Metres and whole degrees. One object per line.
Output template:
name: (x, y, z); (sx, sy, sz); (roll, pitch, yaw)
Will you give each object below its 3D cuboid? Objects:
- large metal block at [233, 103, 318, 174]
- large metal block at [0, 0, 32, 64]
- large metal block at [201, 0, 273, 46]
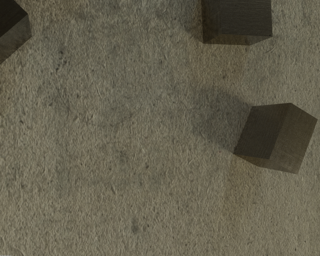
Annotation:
large metal block: (0.160, 0.014, 0.439); (0.050, 0.080, 0.080); (27, 81, -18)
large metal block: (-0.182, -0.117, 0.313); (0.080, 0.080, 0.050); (45, 76, -15)
large metal block: (0.107, -0.163, 0.434); (0.081, 0.050, 0.079); (-4, 91, -20)
